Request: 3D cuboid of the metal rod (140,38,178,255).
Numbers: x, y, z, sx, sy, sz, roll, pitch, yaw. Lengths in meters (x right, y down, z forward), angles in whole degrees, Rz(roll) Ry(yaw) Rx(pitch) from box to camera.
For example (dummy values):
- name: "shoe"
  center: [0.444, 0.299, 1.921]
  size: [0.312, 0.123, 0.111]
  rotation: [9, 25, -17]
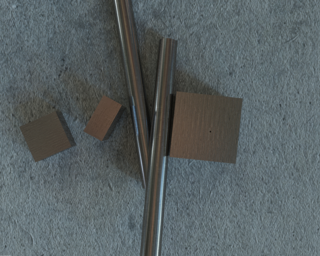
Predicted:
- name: "metal rod"
  center: [-0.002, 0.033, 0.389]
  size: [0.025, 0.025, 0.298]
  rotation: [5, 82, -1]

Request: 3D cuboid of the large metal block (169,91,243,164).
- name: "large metal block"
  center: [0.056, -0.001, 0.398]
  size: [0.081, 0.050, 0.079]
  rotation: [6, 90, -1]

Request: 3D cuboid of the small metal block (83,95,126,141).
- name: "small metal block"
  center: [-0.069, -0.012, 0.397]
  size: [0.025, 0.050, 0.050]
  rotation: [29, 90, 0]

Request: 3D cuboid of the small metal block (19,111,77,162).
- name: "small metal block"
  center: [-0.147, 0.011, 0.408]
  size: [0.050, 0.025, 0.050]
  rotation: [-24, 90, -1]

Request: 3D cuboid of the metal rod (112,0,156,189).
- name: "metal rod"
  center: [-0.034, -0.070, 0.409]
  size: [0.025, 0.025, 0.298]
  rotation: [-9, 90, 0]
